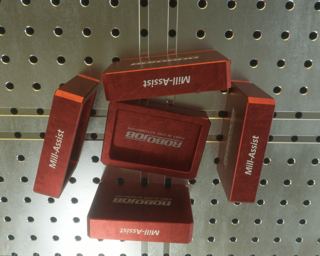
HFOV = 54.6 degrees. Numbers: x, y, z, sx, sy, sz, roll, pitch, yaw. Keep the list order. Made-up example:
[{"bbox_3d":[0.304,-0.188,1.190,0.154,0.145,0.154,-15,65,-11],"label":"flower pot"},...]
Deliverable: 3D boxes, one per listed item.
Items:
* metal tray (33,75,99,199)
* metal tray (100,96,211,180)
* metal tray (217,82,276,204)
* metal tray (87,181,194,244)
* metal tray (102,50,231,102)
[{"bbox_3d":[-0.113,0.008,0.381,0.030,0.090,0.129,17,109,-6],"label":"metal tray"},{"bbox_3d":[-0.007,0.014,0.415,0.131,0.030,0.089,10,110,-4],"label":"metal tray"},{"bbox_3d":[0.101,0.015,0.385,0.030,0.090,0.129,4,110,-2],"label":"metal tray"},{"bbox_3d":[-0.024,0.111,0.419,0.131,0.090,0.030,4,110,-1],"label":"metal tray"},{"bbox_3d":[0.007,-0.062,0.355,0.131,0.090,0.030,-6,110,2],"label":"metal tray"}]
